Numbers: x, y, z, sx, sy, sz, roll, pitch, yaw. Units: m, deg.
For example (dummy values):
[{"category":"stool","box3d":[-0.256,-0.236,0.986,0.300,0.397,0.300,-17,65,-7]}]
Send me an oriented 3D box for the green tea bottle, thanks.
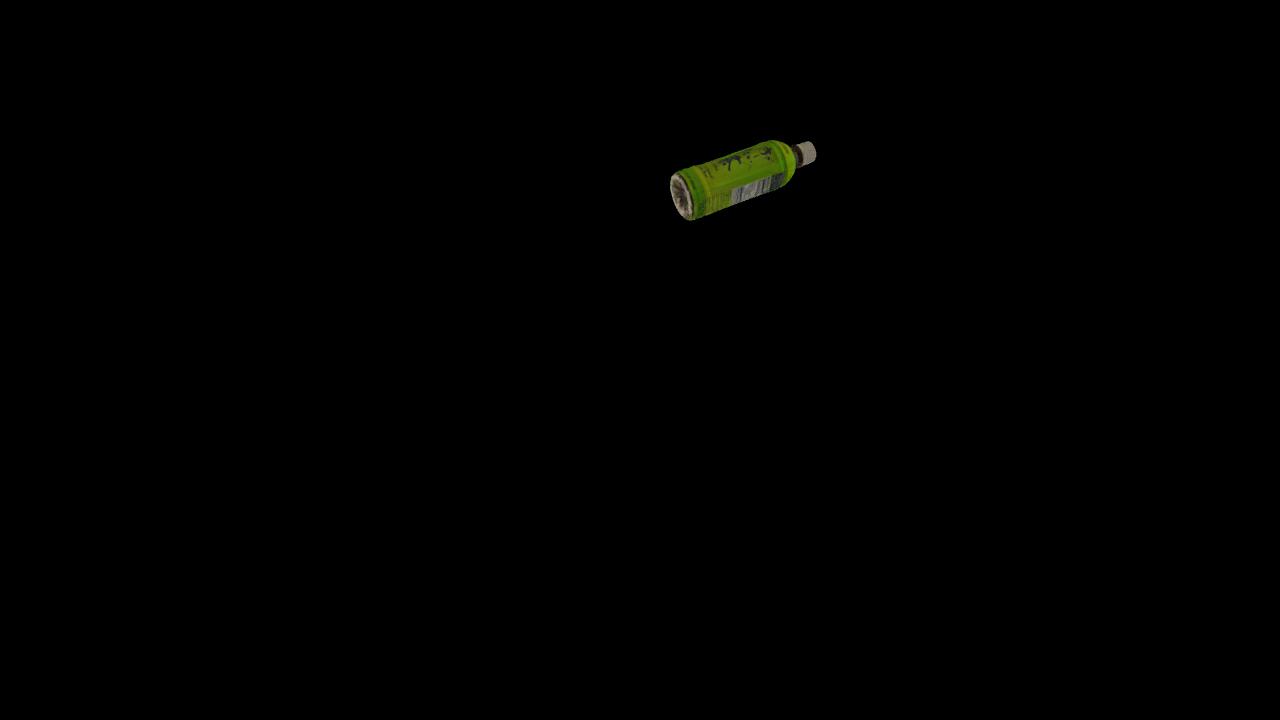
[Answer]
[{"category":"green tea bottle","box3d":[0.149,-0.258,0.857,0.212,0.073,0.073,-21,5,-14]}]
